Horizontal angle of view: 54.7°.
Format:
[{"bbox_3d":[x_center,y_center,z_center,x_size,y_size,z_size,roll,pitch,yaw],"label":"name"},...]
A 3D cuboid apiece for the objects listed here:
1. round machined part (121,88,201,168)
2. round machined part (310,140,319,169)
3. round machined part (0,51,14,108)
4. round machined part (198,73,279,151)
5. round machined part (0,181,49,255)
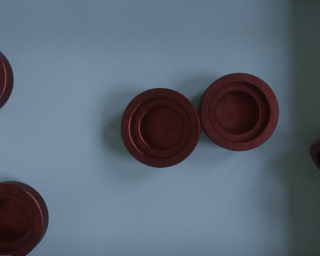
[{"bbox_3d":[0.004,0.000,0.397,0.098,0.042,0.097,0,90,11],"label":"round machined part"},{"bbox_3d":[0.238,0.046,0.378,0.042,0.098,0.098,-38,90,0],"label":"round machined part"},{"bbox_3d":[-0.238,-0.062,0.400,0.099,0.042,0.097,0,90,-1],"label":"round machined part"},{"bbox_3d":[0.099,-0.020,0.404,0.099,0.042,0.097,0,90,-1],"label":"round machined part"},{"bbox_3d":[-0.193,0.117,0.400,0.099,0.042,0.097,0,90,-1],"label":"round machined part"}]
